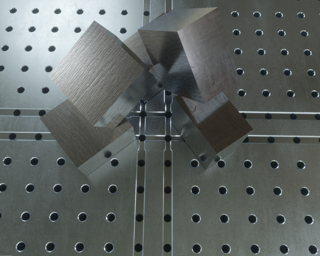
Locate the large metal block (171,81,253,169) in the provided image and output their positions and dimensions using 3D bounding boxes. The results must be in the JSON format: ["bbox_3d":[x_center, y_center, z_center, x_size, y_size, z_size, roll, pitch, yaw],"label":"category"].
[{"bbox_3d":[0.059,-0.003,0.383,0.050,0.080,0.080,-32,74,-11],"label":"large metal block"}]

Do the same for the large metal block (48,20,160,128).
[{"bbox_3d":[-0.062,-0.057,0.349,0.080,0.050,0.080,46,101,14],"label":"large metal block"}]

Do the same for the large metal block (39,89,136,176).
[{"bbox_3d":[-0.089,0.001,0.396,0.080,0.050,0.080,-38,75,-13],"label":"large metal block"}]

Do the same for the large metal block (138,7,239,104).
[{"bbox_3d":[0.030,-0.081,0.337,0.050,0.080,0.080,-36,32,-17],"label":"large metal block"}]

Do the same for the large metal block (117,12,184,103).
[{"bbox_3d":[-0.008,-0.091,0.414,0.080,0.080,0.050,-40,75,-13],"label":"large metal block"}]
